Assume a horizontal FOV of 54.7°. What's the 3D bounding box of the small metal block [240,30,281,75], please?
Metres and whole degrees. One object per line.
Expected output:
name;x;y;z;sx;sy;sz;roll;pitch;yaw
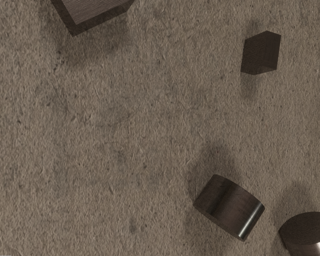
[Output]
small metal block;0.146;-0.108;0.451;0.025;0.050;0.050;10;87;-20

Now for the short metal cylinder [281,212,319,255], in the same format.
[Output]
short metal cylinder;0.232;0.171;0.468;0.081;0.080;0.050;-28;100;-18

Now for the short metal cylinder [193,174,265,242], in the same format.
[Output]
short metal cylinder;0.091;0.106;0.415;0.080;0.080;0.050;41;77;-16

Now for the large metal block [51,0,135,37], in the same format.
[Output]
large metal block;-0.087;-0.167;0.364;0.080;0.050;0.080;-33;101;-17
